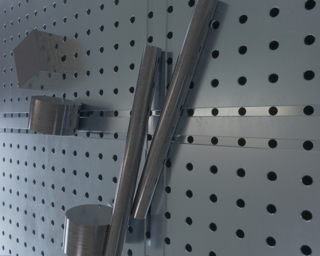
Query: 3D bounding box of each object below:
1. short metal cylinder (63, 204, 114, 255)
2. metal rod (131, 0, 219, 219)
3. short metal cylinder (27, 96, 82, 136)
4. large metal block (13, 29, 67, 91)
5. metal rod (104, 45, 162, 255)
[{"bbox_3d":[-0.099,0.151,0.455,0.080,0.081,0.050,11,97,39],"label":"short metal cylinder"},{"bbox_3d":[0.013,-0.017,0.398,0.025,0.025,0.298,28,108,36],"label":"metal rod"},{"bbox_3d":[-0.176,-0.022,0.518,0.080,0.081,0.050,19,102,38],"label":"short metal cylinder"},{"bbox_3d":[-0.226,-0.124,0.580,0.080,0.050,0.080,-23,75,37],"label":"large metal block"},{"bbox_3d":[-0.038,0.039,0.418,0.025,0.025,0.298,11,91,39],"label":"metal rod"}]
